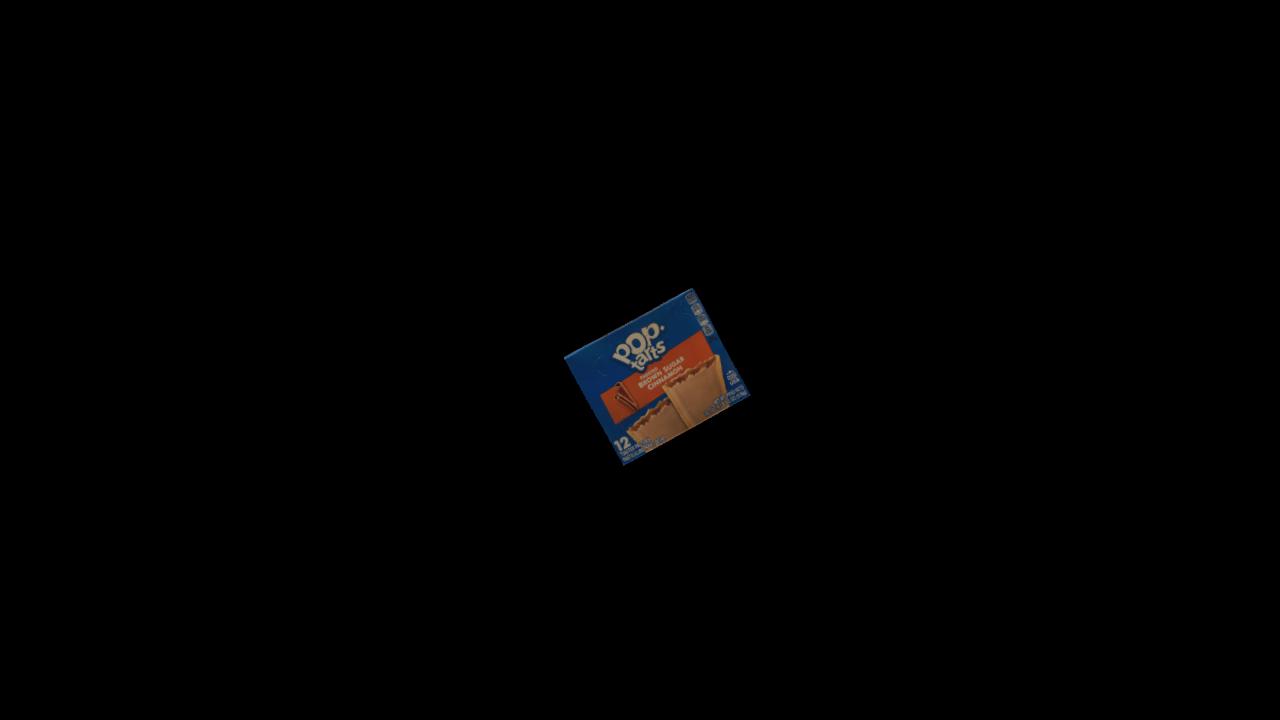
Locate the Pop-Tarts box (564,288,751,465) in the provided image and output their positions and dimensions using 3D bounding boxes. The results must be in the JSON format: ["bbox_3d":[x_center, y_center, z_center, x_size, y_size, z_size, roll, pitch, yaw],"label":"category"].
[{"bbox_3d":[0.019,0.017,0.724,0.167,0.141,0.083,-28,3,-1],"label":"Pop-Tarts box"}]
